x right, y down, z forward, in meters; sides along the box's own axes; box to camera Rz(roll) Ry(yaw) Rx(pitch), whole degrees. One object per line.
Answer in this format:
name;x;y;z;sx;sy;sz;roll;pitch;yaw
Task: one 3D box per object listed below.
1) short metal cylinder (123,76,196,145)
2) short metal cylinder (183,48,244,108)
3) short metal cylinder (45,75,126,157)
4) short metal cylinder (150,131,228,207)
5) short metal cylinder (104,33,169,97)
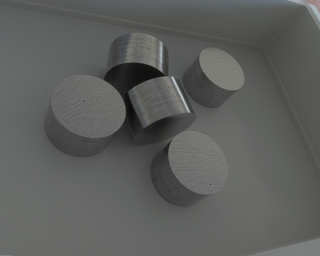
short metal cylinder;-0.002;-0.020;0.383;0.081;0.080;0.050;-10;67;-33
short metal cylinder;0.083;-0.078;0.484;0.081;0.050;0.080;14;56;-21
short metal cylinder;-0.086;-0.013;0.352;0.081;0.050;0.080;14;56;-21
short metal cylinder;0.035;0.050;0.380;0.081;0.050;0.080;14;56;-21
short metal cylinder;-0.029;-0.075;0.402;0.081;0.080;0.050;15;56;-20
